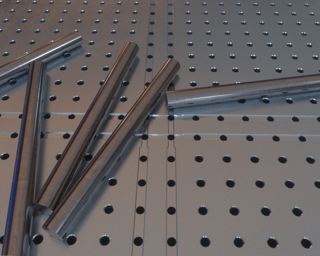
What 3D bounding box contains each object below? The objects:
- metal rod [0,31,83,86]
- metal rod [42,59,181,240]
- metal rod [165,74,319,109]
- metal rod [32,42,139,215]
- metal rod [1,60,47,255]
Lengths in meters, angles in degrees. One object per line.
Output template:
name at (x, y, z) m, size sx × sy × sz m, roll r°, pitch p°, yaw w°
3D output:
metal rod at (-0.249, -0.076, 0.470) m, size 0.302 × 0.025 × 0.025 m, roll -37°, pitch 59°, yaw -27°
metal rod at (-0.044, 0.004, 0.404) m, size 0.025 × 0.025 × 0.301 m, roll 20°, pitch 53°, yaw 16°
metal rod at (0.158, -0.059, 0.457) m, size 0.302 × 0.025 × 0.025 m, roll -7°, pitch 51°, yaw -6°
metal rod at (-0.086, -0.023, 0.426) m, size 0.025 × 0.025 × 0.300 m, roll 12°, pitch 51°, yaw 10°
metal rod at (-0.165, 0.017, 0.392) m, size 0.025 × 0.025 × 0.300 m, roll -8°, pitch 50°, yaw -6°
